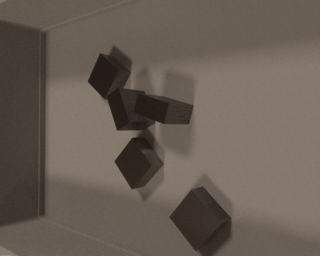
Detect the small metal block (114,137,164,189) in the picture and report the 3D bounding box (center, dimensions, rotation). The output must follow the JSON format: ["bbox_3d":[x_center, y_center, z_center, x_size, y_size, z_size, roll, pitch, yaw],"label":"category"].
[{"bbox_3d":[-0.030,0.048,0.429,0.050,0.025,0.050,-51,60,27],"label":"small metal block"}]

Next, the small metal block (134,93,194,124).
[{"bbox_3d":[0.005,-0.024,0.385,0.050,0.050,0.025,21,103,37],"label":"small metal block"}]

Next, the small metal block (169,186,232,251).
[{"bbox_3d":[0.047,0.106,0.367,0.050,0.025,0.050,48,118,29],"label":"small metal block"}]

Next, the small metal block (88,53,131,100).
[{"bbox_3d":[-0.077,-0.077,0.468,0.050,0.025,0.050,44,116,30],"label":"small metal block"}]

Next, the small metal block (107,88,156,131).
[{"bbox_3d":[-0.039,-0.024,0.420,0.025,0.050,0.050,-30,72,36],"label":"small metal block"}]
